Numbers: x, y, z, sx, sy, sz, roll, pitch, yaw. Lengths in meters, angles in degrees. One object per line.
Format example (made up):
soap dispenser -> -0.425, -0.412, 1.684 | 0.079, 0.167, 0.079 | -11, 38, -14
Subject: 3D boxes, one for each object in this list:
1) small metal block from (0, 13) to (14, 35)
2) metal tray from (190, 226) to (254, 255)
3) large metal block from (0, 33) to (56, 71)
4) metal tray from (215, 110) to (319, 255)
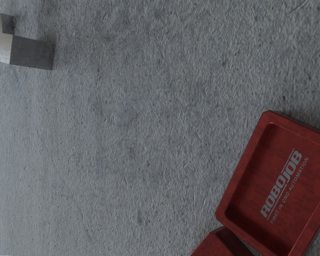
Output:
small metal block -> -0.355, -0.222, 0.698 | 0.050, 0.025, 0.050 | -12, 82, 39
metal tray -> 0.083, 0.186, 0.333 | 0.130, 0.030, 0.089 | 46, 117, 30
large metal block -> -0.257, -0.144, 0.581 | 0.080, 0.081, 0.050 | 19, 102, 38
metal tray -> 0.119, 0.058, 0.302 | 0.090, 0.030, 0.129 | 33, 110, 35
